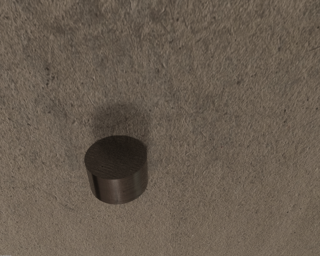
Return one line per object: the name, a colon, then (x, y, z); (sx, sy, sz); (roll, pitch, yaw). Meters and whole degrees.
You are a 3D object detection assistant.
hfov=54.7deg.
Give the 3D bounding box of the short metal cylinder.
short metal cylinder: (-0.057, 0.055, 0.417); (0.081, 0.080, 0.050); (0, 130, 0)
